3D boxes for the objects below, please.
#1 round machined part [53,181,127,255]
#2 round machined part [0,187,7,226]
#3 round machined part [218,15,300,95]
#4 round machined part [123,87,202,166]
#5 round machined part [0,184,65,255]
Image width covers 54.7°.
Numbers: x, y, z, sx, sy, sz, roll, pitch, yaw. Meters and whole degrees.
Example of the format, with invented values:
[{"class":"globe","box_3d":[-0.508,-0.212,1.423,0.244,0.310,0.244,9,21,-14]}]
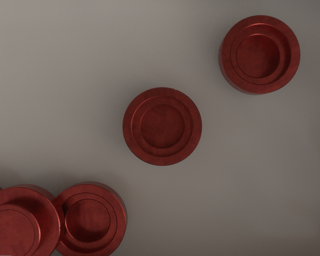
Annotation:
[{"class":"round machined part","box_3d":[-0.091,0.118,0.402,0.099,0.042,0.097,0,90,0]},{"class":"round machined part","box_3d":[-0.242,0.109,0.394,0.099,0.042,0.097,-1,93,-13]},{"class":"round machined part","box_3d":[0.125,-0.091,0.404,0.099,0.042,0.097,0,90,0]},{"class":"round machined part","box_3d":[0.003,-0.002,0.403,0.099,0.042,0.097,0,90,0]},{"class":"round machined part","box_3d":[-0.165,0.117,0.359,0.099,0.042,0.097,0,90,-1]}]
